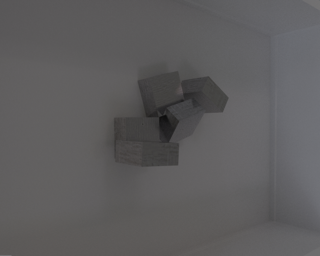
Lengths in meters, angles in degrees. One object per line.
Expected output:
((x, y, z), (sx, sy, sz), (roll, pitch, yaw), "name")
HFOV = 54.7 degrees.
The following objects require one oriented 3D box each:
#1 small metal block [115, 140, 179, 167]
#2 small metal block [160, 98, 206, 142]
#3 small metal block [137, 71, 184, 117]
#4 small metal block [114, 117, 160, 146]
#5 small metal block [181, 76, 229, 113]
((-0.015, 0.027, 0.346), (0.050, 0.050, 0.025), (4, 88, -40), "small metal block")
((0.027, -0.008, 0.410), (0.050, 0.050, 0.025), (-22, 60, -38), "small metal block")
((0.003, -0.045, 0.409), (0.050, 0.025, 0.050), (-22, 104, -38), "small metal block")
((-0.028, 0.012, 0.383), (0.050, 0.025, 0.050), (-2, 91, -40), "small metal block")
((0.060, -0.045, 0.440), (0.050, 0.050, 0.025), (39, 67, -33), "small metal block")
